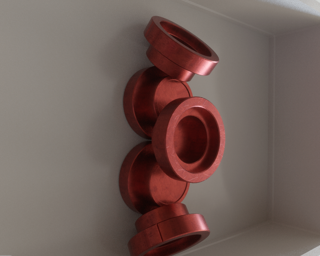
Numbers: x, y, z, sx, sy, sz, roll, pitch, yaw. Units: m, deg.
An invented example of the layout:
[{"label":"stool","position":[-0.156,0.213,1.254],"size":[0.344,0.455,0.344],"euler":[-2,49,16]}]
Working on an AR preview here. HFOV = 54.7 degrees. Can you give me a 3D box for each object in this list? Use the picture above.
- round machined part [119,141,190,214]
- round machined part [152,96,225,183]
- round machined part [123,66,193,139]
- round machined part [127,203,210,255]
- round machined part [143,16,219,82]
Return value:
[{"label":"round machined part","position":[0.001,0.065,0.395],"size":[0.099,0.042,0.097],"euler":[0,90,-40]},{"label":"round machined part","position":[0.029,0.013,0.364],"size":[0.099,0.042,0.097],"euler":[0,90,-40]},{"label":"round machined part","position":[0.005,-0.032,0.399],"size":[0.099,0.042,0.097],"euler":[0,90,-40]},{"label":"round machined part","position":[0.008,0.126,0.379],"size":[0.099,0.098,0.042],"euler":[8,47,-40]},{"label":"round machined part","position":[0.022,-0.095,0.390],"size":[0.099,0.098,0.042],"euler":[9,127,-40]}]
